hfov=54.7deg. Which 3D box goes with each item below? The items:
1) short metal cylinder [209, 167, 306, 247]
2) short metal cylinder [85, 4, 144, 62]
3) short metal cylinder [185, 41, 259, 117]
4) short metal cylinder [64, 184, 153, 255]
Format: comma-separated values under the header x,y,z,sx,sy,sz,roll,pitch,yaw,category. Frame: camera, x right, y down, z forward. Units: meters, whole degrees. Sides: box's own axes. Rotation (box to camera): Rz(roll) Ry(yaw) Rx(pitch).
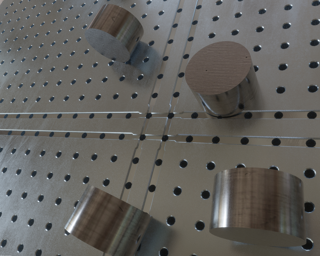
x,y,z,sx,sy,sz,roll,pitch,yaw,category
0.088,0.074,0.281,0.080,0.080,0.050,-4,60,26,short metal cylinder
-0.074,-0.152,0.503,0.080,0.080,0.050,14,69,33,short metal cylinder
0.078,-0.061,0.388,0.080,0.050,0.080,-13,56,21,short metal cylinder
-0.055,0.102,0.338,0.080,0.080,0.050,16,70,34,short metal cylinder
